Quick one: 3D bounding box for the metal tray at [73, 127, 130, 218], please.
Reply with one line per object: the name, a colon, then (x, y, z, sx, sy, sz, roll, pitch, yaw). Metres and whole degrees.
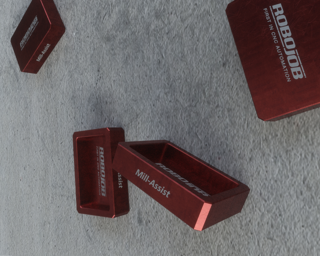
metal tray: (-0.093, 0.067, 0.478, 0.090, 0.030, 0.129, -7, 86, 39)

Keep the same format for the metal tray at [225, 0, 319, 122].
metal tray: (0.125, -0.080, 0.299, 0.090, 0.030, 0.129, -22, 76, 38)

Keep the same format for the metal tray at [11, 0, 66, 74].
metal tray: (-0.240, -0.179, 0.600, 0.129, 0.030, 0.090, -40, 66, 32)

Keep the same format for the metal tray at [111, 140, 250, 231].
metal tray: (0.021, 0.054, 0.344, 0.130, 0.091, 0.030, 29, 108, 36)
